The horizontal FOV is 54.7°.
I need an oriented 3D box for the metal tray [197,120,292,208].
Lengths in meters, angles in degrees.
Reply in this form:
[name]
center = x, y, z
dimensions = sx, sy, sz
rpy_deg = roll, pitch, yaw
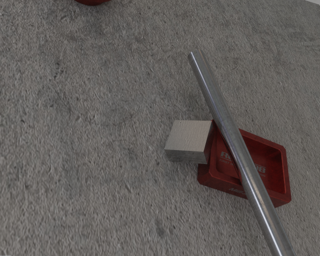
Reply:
[metal tray]
center = 0.118, 0.050, 0.433
dimensions = 0.131, 0.030, 0.090
rpy_deg = 20, 54, -16

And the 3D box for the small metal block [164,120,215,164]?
[small metal block]
center = 0.039, 0.017, 0.397
dimensions = 0.050, 0.025, 0.050
rpy_deg = 2, 49, 24

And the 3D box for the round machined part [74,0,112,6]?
[round machined part]
center = -0.110, -0.227, 0.472
dimensions = 0.099, 0.042, 0.098
rpy_deg = 14, 56, -21

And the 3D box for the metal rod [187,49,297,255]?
[metal rod]
center = 0.098, 0.023, 0.403
dimensions = 0.025, 0.025, 0.299
rpy_deg = -6, 64, -31
